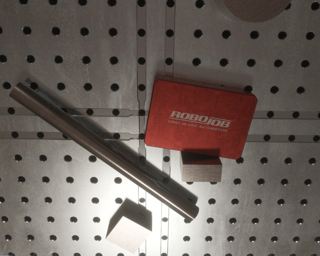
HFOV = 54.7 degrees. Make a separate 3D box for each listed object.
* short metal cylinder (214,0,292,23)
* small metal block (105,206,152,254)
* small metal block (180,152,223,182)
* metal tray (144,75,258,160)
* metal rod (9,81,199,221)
[{"bbox_3d":[0.102,-0.159,0.343,0.081,0.050,0.079,0,110,-1],"label":"short metal cylinder"},{"bbox_3d":[-0.047,0.155,0.470,0.050,0.025,0.050,32,107,-12],"label":"small metal block"},{"bbox_3d":[0.054,0.049,0.419,0.050,0.050,0.025,1,110,-1],"label":"small metal block"},{"bbox_3d":[0.050,-0.013,0.407,0.131,0.030,0.089,9,110,-4],"label":"metal tray"},{"bbox_3d":[-0.066,0.039,0.426,0.301,0.025,0.025,37,106,-13],"label":"metal rod"}]
